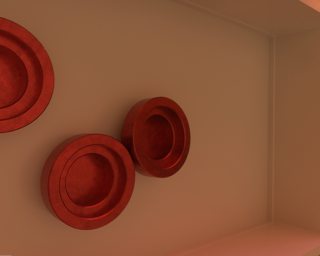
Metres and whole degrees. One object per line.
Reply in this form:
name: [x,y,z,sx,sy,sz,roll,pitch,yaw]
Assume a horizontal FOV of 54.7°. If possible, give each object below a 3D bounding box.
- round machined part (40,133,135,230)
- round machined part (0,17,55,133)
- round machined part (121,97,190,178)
round machined part: [-0.079,0.054,0.331,0.099,0.042,0.097,0,91,-40]
round machined part: [-0.149,-0.044,0.271,0.099,0.042,0.097,0,90,-40]
round machined part: [-0.009,0.012,0.386,0.099,0.042,0.097,4,85,-45]
